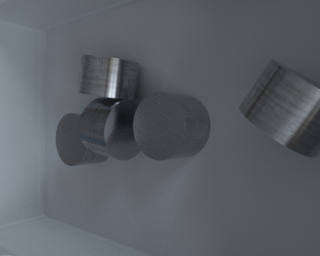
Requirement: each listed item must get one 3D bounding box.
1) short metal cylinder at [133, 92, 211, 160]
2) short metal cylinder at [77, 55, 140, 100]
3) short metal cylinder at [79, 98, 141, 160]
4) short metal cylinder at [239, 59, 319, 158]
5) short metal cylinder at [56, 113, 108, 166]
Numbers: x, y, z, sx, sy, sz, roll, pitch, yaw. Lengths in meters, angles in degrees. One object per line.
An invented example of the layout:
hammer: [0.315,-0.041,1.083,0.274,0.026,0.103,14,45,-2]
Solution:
short metal cylinder: [0.014,-0.002,0.378,0.080,0.050,0.079,0,90,39]
short metal cylinder: [-0.071,-0.069,0.427,0.080,0.081,0.050,13,98,39]
short metal cylinder: [-0.061,0.000,0.419,0.050,0.081,0.079,9,96,39]
short metal cylinder: [0.118,-0.019,0.273,0.080,0.081,0.050,44,116,31]
short metal cylinder: [-0.119,0.017,0.486,0.080,0.050,0.079,0,90,39]
